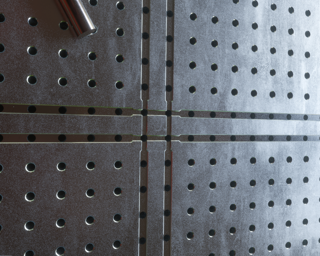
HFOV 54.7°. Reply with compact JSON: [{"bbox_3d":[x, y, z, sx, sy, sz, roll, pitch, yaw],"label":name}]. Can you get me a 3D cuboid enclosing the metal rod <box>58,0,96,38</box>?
[{"bbox_3d":[-0.156,-0.247,0.354,0.025,0.025,0.299,-30,100,-18],"label":"metal rod"}]
